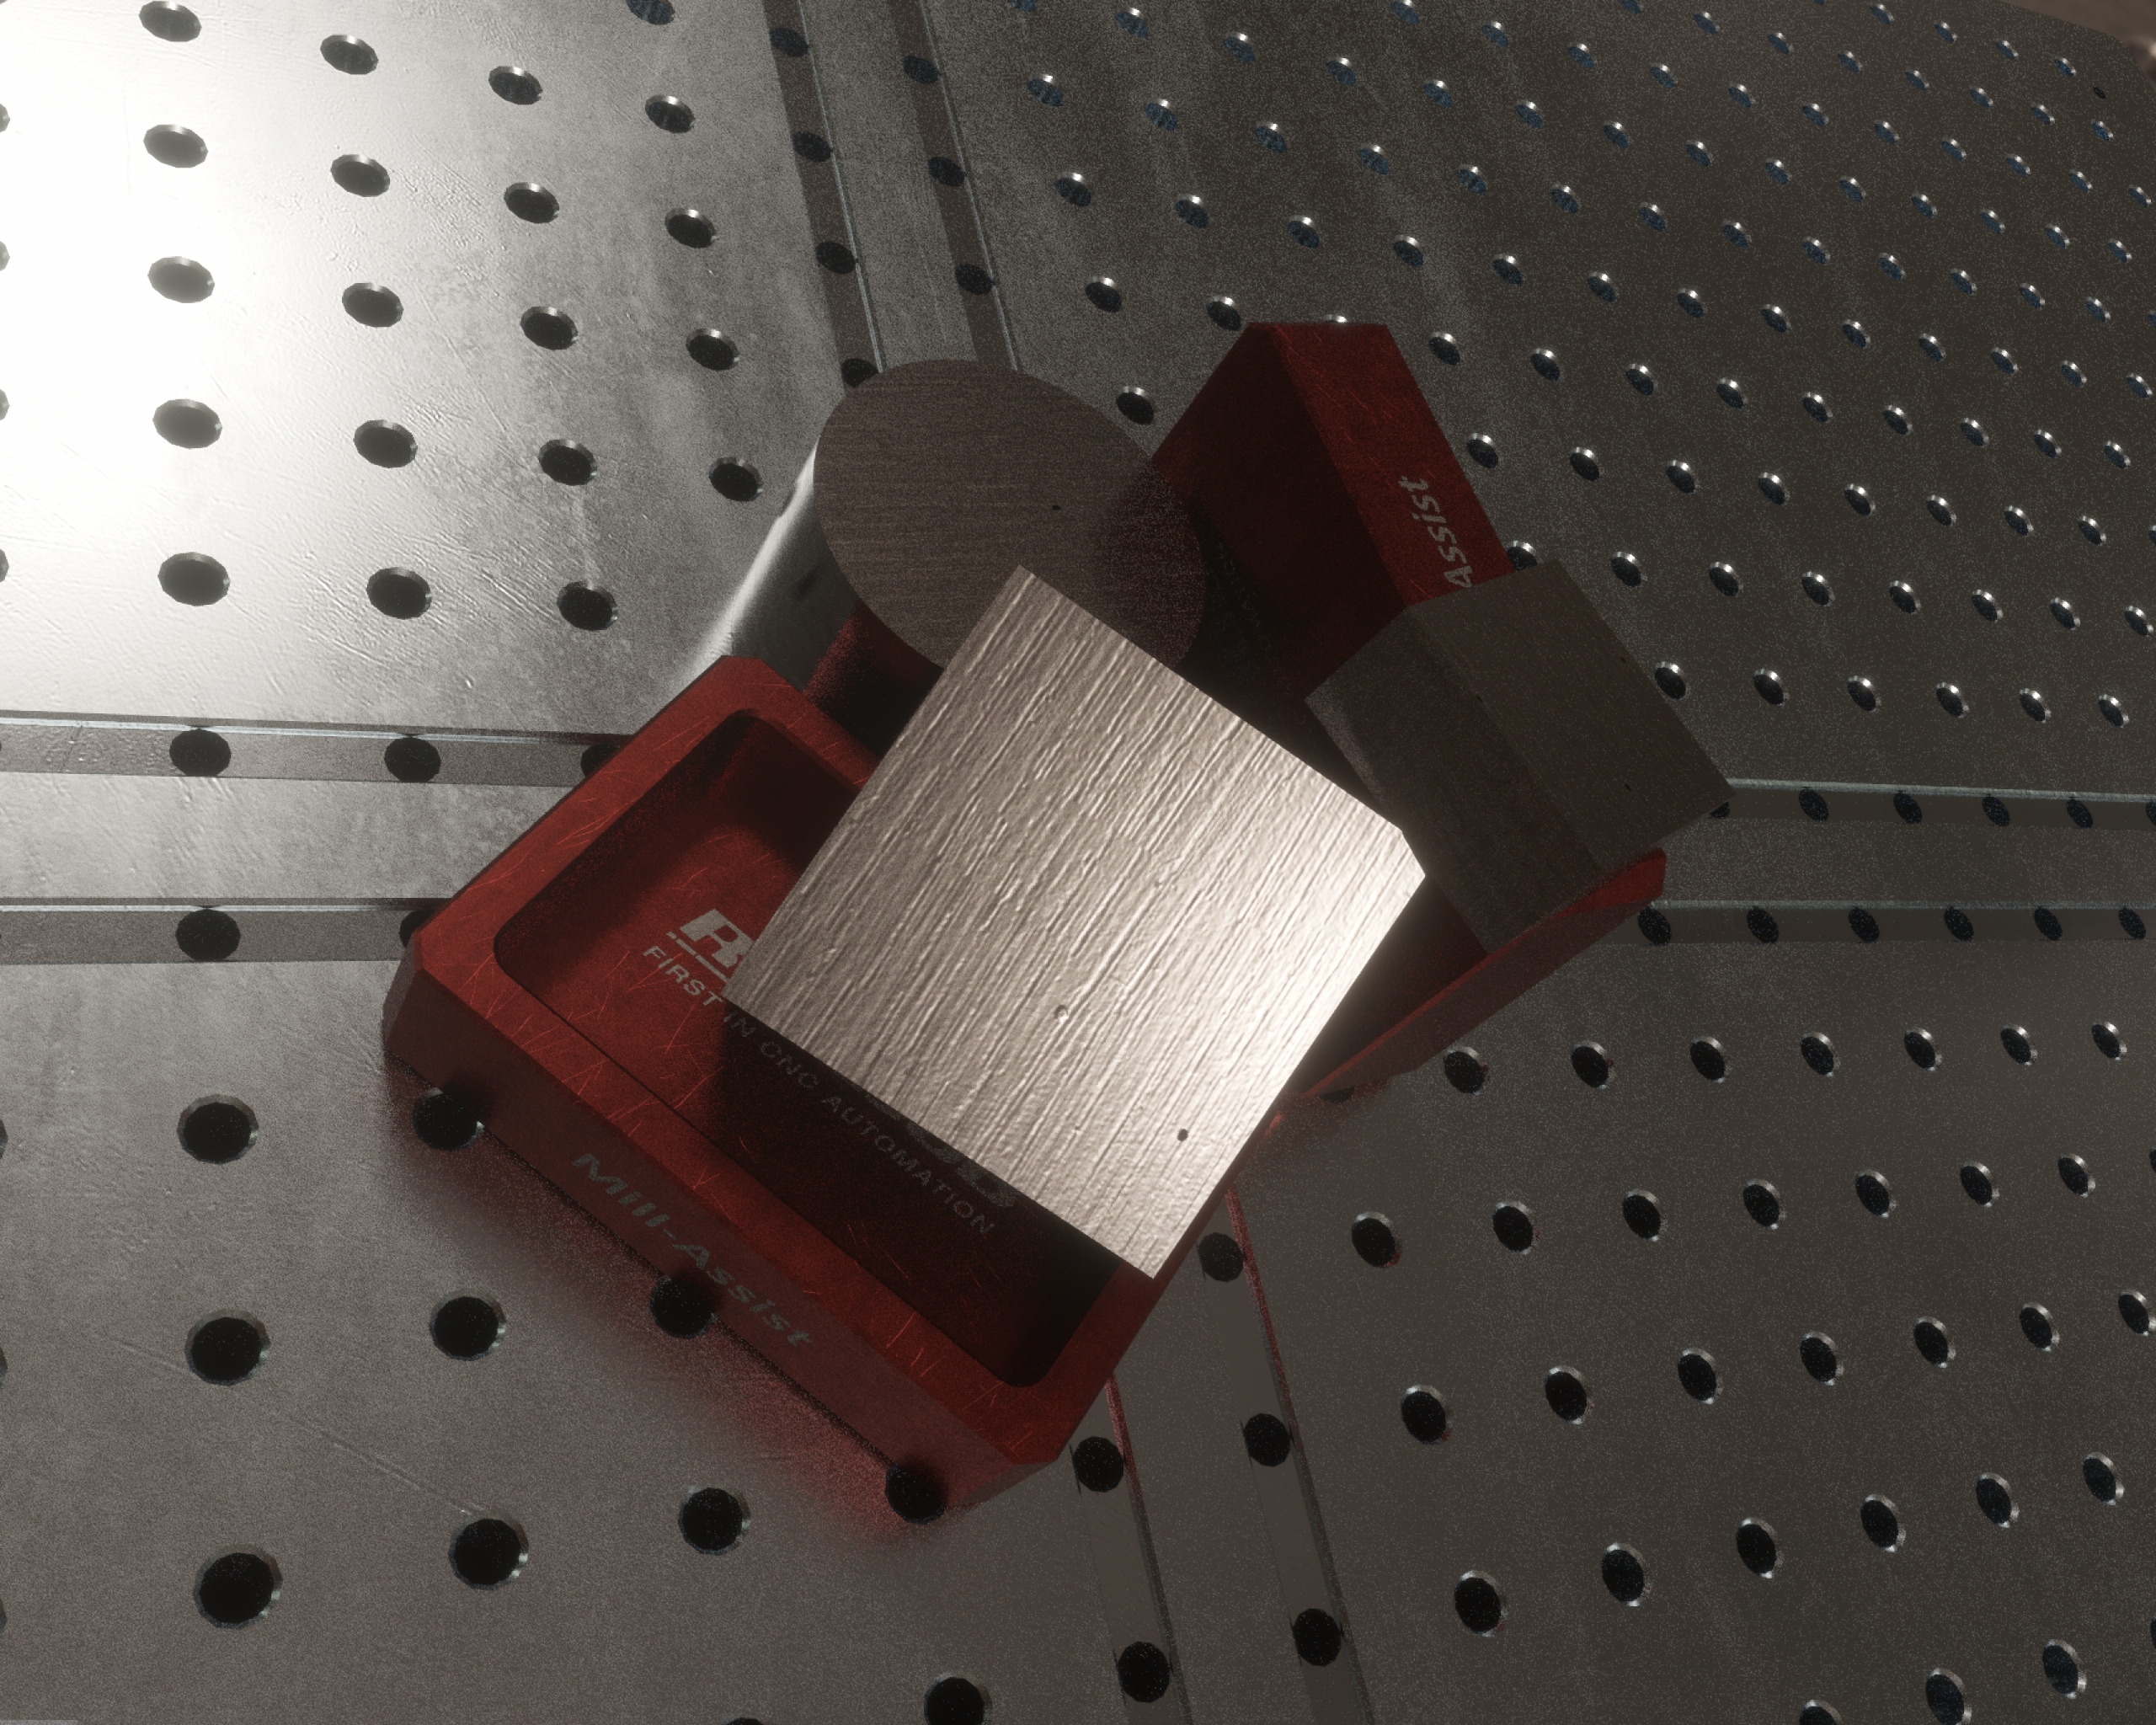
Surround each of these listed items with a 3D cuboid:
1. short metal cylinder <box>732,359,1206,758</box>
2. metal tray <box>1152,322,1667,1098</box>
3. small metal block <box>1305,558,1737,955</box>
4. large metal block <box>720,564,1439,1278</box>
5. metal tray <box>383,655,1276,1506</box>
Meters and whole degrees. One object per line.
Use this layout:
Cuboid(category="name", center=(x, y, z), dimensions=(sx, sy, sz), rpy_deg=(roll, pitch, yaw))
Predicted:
Cuboid(category="short metal cylinder", center=(-0.022, -0.052, 0.413), dimensions=(0.081, 0.050, 0.080), rpy_deg=(14, 56, -21))
Cuboid(category="metal tray", center=(0.051, -0.030, 0.414), dimensions=(0.030, 0.090, 0.130), rpy_deg=(-10, 67, -33))
Cuboid(category="small metal block", center=(0.073, -0.019, 0.340), dimensions=(0.050, 0.025, 0.050), rpy_deg=(-22, 74, -48))
Cuboid(category="large metal block", center=(-0.002, 0.009, 0.347), dimensions=(0.080, 0.050, 0.080), rpy_deg=(35, 87, -6))
Cuboid(category="metal tray", center=(-0.040, 0.035, 0.362), dimensions=(0.130, 0.030, 0.090), rpy_deg=(40, 51, -1))
